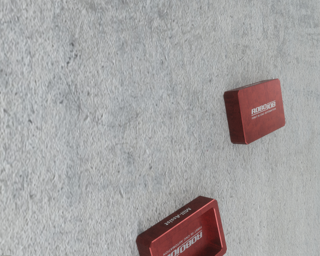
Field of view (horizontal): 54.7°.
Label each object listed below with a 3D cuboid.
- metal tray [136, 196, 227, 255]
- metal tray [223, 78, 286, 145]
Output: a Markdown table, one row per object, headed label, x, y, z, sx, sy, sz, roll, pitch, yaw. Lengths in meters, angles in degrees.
| label | x | y | z | sx | sy | sz | roll | pitch | yaw |
| --- | --- | --- | --- | --- | --- | --- | --- | --- | --- |
| metal tray | 0.035 | 0.163 | 0.430 | 0.131 | 0.030 | 0.089 | -22 | 104 | -38 |
| metal tray | 0.169 | -0.032 | 0.543 | 0.131 | 0.030 | 0.089 | -19 | 102 | -38 |
